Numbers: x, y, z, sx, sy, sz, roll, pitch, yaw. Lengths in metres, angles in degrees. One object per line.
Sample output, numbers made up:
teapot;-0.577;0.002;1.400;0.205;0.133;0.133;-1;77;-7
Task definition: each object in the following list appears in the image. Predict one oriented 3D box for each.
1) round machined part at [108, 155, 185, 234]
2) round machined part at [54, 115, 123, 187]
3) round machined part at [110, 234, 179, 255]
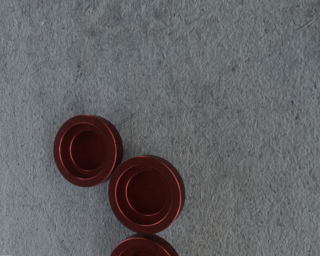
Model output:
round machined part;-0.014;0.084;0.405;0.098;0.042;0.097;0;90;20
round machined part;-0.095;0.031;0.433;0.098;0.042;0.097;0;90;20
round machined part;-0.016;0.185;0.405;0.098;0.042;0.097;0;90;20
